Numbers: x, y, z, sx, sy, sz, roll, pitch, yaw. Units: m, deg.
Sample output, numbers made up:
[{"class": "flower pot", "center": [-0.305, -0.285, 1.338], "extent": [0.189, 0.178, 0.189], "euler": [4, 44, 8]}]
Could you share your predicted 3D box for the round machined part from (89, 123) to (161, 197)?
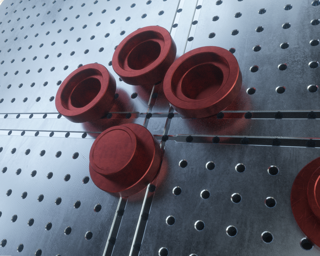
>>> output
[{"class": "round machined part", "center": [-0.052, 0.036, 0.401], "extent": [0.098, 0.042, 0.098], "euler": [-13, 56, 20]}]

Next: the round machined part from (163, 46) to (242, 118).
[{"class": "round machined part", "center": [0.057, -0.055, 0.400], "extent": [0.098, 0.042, 0.098], "euler": [-13, 56, 20]}]

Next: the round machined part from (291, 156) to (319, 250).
[{"class": "round machined part", "center": [0.167, 0.064, 0.270], "extent": [0.098, 0.042, 0.098], "euler": [-13, 56, 20]}]

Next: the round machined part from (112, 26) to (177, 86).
[{"class": "round machined part", "center": [-0.020, -0.104, 0.470], "extent": [0.098, 0.042, 0.098], "euler": [-13, 56, 20]}]

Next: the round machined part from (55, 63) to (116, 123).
[{"class": "round machined part", "center": [-0.110, -0.050, 0.483], "extent": [0.098, 0.042, 0.098], "euler": [-13, 56, 20]}]
